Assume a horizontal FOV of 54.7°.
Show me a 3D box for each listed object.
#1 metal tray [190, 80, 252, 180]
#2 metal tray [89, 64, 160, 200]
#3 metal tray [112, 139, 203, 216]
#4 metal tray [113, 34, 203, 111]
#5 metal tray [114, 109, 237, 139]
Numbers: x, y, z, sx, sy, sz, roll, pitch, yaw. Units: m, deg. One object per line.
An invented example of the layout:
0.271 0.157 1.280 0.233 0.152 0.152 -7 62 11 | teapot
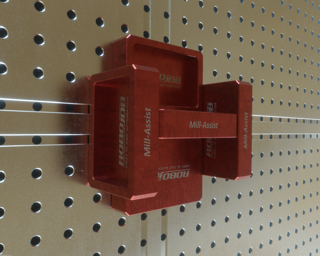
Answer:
0.083 0.003 0.438 0.030 0.090 0.129 1 89 -40 | metal tray
-0.041 0.004 0.333 0.030 0.090 0.129 1 89 -40 | metal tray
0.001 0.057 0.407 0.131 0.030 0.089 1 90 -40 | metal tray
0.002 -0.064 0.409 0.131 0.030 0.089 1 90 -40 | metal tray
0.021 -0.004 0.384 0.131 0.090 0.030 1 90 -40 | metal tray
